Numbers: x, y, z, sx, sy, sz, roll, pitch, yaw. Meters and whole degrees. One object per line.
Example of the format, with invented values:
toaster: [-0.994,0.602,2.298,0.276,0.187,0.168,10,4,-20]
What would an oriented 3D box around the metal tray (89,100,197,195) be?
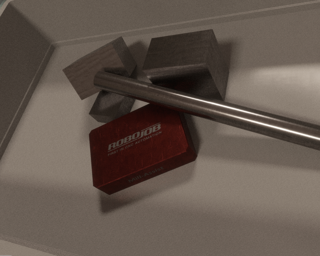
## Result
metal tray: [-0.027,0.021,0.402,0.130,0.030,0.090,-24,53,13]

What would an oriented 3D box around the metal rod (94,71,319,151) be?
metal rod: [0.049,-0.025,0.363,0.301,0.025,0.025,17,71,24]

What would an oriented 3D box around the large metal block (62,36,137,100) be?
large metal block: [-0.087,-0.092,0.467,0.080,0.050,0.080,-24,20,13]

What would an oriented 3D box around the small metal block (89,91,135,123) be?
small metal block: [-0.070,-0.034,0.461,0.050,0.025,0.050,8,66,31]

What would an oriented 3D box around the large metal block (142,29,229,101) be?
large metal block: [0.036,-0.073,0.396,0.080,0.080,0.050,0,62,28]
